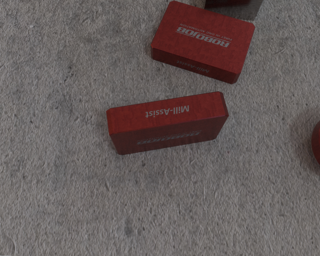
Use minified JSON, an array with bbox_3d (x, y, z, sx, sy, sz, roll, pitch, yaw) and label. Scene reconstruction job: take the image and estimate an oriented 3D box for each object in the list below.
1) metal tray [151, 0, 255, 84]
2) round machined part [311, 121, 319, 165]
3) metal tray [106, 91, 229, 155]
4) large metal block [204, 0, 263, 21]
[{"bbox_3d":[0.062,-0.126,0.452,0.131,0.030,0.090,19,71,6],"label":"metal tray"},{"bbox_3d":[0.241,0.025,0.393,0.099,0.042,0.098,0,70,-1],"label":"round machined part"},{"bbox_3d":[0.008,-0.003,0.374,0.131,0.090,0.030,-9,71,-4],"label":"metal tray"},{"bbox_3d":[0.112,-0.218,0.476,0.080,0.050,0.080,6,70,2],"label":"large metal block"}]
